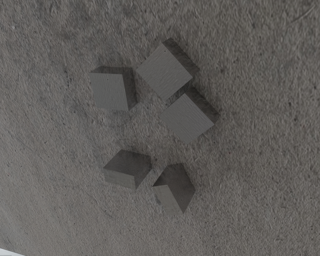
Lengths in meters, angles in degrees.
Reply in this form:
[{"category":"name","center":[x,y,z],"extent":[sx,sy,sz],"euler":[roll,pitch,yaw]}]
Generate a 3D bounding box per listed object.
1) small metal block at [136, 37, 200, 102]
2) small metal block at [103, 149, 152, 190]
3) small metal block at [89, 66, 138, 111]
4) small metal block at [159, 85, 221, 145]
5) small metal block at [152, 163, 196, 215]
[{"category":"small metal block","center":[0.009,-0.067,0.360],"extent":[0.050,0.025,0.050],"euler":[47,129,-5]},{"category":"small metal block","center":[-0.047,0.059,0.452],"extent":[0.050,0.050,0.025],"euler":[10,123,23]},{"category":"small metal block","center":[-0.060,-0.052,0.407],"extent":[0.050,0.025,0.050],"euler":[7,122,24]},{"category":"small metal block","center":[0.036,-0.015,0.379],"extent":[0.050,0.025,0.050],"euler":[46,129,-4]},{"category":"small metal block","center":[0.021,0.085,0.432],"extent":[0.025,0.050,0.050],"euler":[-15,111,34]}]
